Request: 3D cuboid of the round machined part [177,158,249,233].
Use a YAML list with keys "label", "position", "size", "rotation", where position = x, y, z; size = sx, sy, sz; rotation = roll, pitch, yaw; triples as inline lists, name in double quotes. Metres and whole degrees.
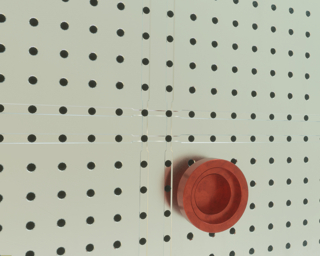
- label: "round machined part"
  position: [0.069, 0.090, 0.429]
  size: [0.099, 0.042, 0.097]
  rotation: [0, 90, -20]
